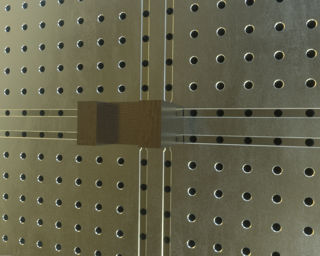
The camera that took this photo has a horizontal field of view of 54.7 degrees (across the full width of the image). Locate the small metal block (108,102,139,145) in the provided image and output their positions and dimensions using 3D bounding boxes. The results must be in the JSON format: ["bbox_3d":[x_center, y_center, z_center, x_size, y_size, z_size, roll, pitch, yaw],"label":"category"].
[{"bbox_3d":[-0.033,-0.006,0.371,0.050,0.025,0.050,1,90,19],"label":"small metal block"}]

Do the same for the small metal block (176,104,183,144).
[{"bbox_3d":[0.011,-0.004,0.394,0.025,0.050,0.050,-1,90,20],"label":"small metal block"}]

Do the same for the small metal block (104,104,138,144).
[{"bbox_3d":[-0.051,-0.005,0.415,0.025,0.050,0.050,1,90,20],"label":"small metal block"}]

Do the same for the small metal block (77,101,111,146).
[{"bbox_3d":[-0.073,-0.005,0.370,0.025,0.050,0.050,1,90,20],"label":"small metal block"}]

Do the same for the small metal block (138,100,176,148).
[{"bbox_3d":[-0.002,-0.004,0.344,0.025,0.050,0.050,1,90,20],"label":"small metal block"}]
